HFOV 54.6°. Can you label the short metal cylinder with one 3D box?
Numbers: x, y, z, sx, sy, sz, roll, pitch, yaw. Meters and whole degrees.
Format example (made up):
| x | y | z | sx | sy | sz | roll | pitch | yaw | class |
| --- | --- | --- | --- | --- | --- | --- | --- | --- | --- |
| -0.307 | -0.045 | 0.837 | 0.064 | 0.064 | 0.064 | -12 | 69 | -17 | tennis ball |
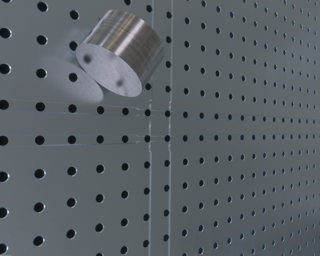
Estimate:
| x | y | z | sx | sy | sz | roll | pitch | yaw | class |
| --- | --- | --- | --- | --- | --- | --- | --- | --- | --- |
| -0.043 | -0.079 | 0.337 | 0.080 | 0.080 | 0.050 | 44 | 63 | -31 | short metal cylinder |
